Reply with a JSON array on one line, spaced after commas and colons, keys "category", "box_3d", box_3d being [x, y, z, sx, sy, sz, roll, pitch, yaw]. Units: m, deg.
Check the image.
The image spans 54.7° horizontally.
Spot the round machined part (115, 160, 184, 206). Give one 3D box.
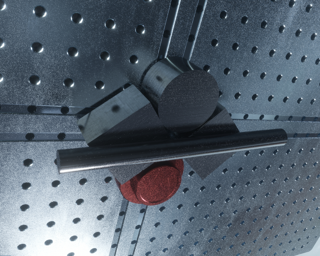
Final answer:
[{"category": "round machined part", "box_3d": [-0.009, 0.069, 0.433, 0.099, 0.042, 0.097, -14, 124, -21]}]

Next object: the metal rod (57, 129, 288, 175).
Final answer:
[{"category": "metal rod", "box_3d": [0.035, 0.023, 0.373, 0.303, 0.025, 0.025, -4, 121, -26]}]

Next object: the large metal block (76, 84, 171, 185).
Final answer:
[{"category": "large metal block", "box_3d": [-0.039, 0.008, 0.374, 0.080, 0.050, 0.080, -35, 131, -6]}]

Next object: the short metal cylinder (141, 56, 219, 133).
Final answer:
[{"category": "short metal cylinder", "box_3d": [0.024, -0.041, 0.378, 0.081, 0.050, 0.079, -14, 124, -21]}]

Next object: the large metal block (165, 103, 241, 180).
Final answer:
[{"category": "large metal block", "box_3d": [0.060, 0.012, 0.427, 0.080, 0.050, 0.080, -40, 130, 0]}]
